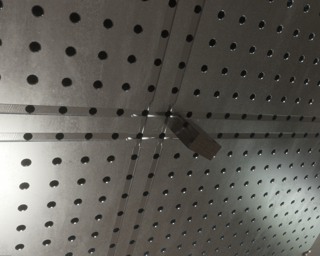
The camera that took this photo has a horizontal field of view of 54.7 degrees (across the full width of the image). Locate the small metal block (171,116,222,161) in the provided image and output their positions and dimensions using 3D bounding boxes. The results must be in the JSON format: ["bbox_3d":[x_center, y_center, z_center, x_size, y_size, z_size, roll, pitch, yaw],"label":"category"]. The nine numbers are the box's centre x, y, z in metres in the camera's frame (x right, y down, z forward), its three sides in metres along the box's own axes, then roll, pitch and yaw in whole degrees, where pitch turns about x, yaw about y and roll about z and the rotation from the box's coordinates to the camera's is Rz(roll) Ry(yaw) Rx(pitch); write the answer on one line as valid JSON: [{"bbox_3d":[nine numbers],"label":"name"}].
[{"bbox_3d":[0.050,0.014,0.433,0.050,0.050,0.025,29,102,-38],"label":"small metal block"}]
